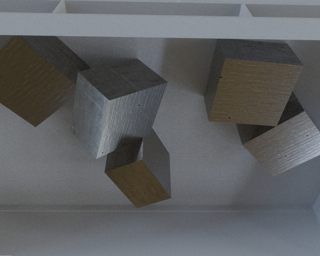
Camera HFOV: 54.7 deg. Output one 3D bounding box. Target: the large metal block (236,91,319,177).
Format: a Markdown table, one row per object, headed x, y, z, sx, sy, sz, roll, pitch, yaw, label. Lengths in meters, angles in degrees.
| x | y | z | sx | sy | sz | roll | pitch | yaw | label |
| --- | --- | --- | --- | --- | --- | --- | --- | --- | --- |
| 0.158 | 0.007 | 0.402 | 0.080 | 0.050 | 0.080 | -34 | 123 | 25 | large metal block |

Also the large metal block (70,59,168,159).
| x | y | z | sx | sy | sz | roll | pitch | yaw | label |
| --- | --- | --- | --- | --- | --- | --- | --- | --- | --- |
| -0.047 | -0.023 | 0.345 | 0.081 | 0.050 | 0.079 | -24 | 146 | -42 | large metal block |

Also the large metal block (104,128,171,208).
| x | y | z | sx | sy | sz | roll | pitch | yaw | label |
| --- | --- | --- | --- | --- | --- | --- | --- | --- | --- |
| -0.026 | 0.045 | 0.411 | 0.050 | 0.080 | 0.080 | -20 | 128 | 16 | large metal block |

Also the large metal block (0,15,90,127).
| x | y | z | sx | sy | sz | roll | pitch | yaw | label |
| --- | --- | --- | --- | --- | --- | --- | --- | --- | --- |
| -0.138 | -0.059 | 0.340 | 0.080 | 0.050 | 0.080 | -32 | 124 | 24 | large metal block |

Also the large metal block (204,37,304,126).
| x | y | z | sx | sy | sz | roll | pitch | yaw | label |
| --- | --- | --- | --- | --- | --- | --- | --- | --- | --- |
| 0.100 | -0.051 | 0.351 | 0.081 | 0.050 | 0.079 | 4 | 130 | -4 | large metal block |
